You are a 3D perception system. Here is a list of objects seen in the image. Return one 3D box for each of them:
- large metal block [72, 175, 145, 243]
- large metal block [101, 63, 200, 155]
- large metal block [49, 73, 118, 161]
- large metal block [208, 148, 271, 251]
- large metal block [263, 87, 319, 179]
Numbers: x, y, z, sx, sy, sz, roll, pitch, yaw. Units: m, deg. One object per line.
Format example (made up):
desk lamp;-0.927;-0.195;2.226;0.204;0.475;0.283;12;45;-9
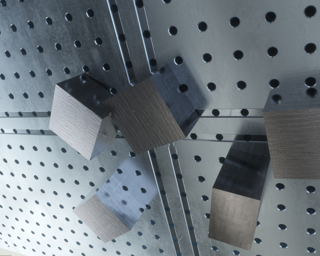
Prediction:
large metal block;-0.087;0.139;0.525;0.080;0.050;0.080;47;129;-5
large metal block;-0.011;-0.022;0.386;0.080;0.050;0.080;-21;107;35
large metal block;-0.102;-0.016;0.431;0.080;0.050;0.079;36;129;14
large metal block;0.097;0.084;0.376;0.050;0.080;0.079;12;123;21
large metal block;0.156;0.005;0.316;0.080;0.050;0.080;-4;117;29
